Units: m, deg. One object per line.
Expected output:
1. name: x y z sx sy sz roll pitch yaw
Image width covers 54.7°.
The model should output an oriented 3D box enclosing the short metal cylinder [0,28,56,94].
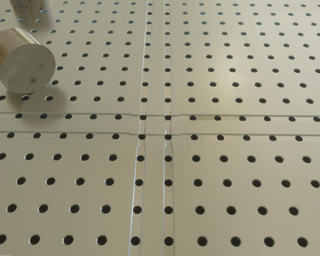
1. short metal cylinder: -0.202 -0.097 0.451 0.080 0.080 0.050 -34 58 -26

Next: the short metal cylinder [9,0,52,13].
1. short metal cylinder: -0.264 -0.275 0.619 0.081 0.050 0.080 0 50 0
